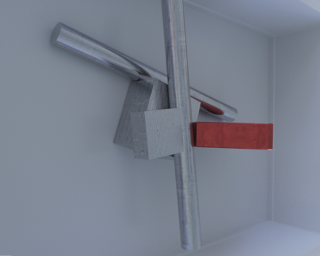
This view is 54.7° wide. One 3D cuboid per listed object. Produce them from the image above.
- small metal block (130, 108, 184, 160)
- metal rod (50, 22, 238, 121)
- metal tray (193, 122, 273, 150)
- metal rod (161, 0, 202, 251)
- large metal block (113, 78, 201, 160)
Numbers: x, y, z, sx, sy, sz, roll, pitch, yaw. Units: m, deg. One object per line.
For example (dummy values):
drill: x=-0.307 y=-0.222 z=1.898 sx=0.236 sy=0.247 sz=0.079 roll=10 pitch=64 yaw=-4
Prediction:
small metal block: x=-0.003 y=0.005 z=0.339 sx=0.050 sy=0.025 sz=0.050 roll=-9 pitch=95 yaw=-40
metal rod: x=0.005 y=-0.059 z=0.411 sx=0.302 sy=0.025 sz=0.025 roll=19 pitch=78 yaw=-39
metal tray: x=0.102 y=0.009 z=0.416 sx=0.130 sy=0.090 sz=0.030 roll=1 pitch=90 yaw=-72
metal rod: x=0.026 y=-0.006 z=0.363 sx=0.025 sy=0.025 sz=0.298 roll=-8 pitch=96 yaw=-40
large metal block: x=-0.002 y=-0.008 z=0.389 sx=0.080 sy=0.050 sz=0.080 roll=23 pitch=76 yaw=-38
